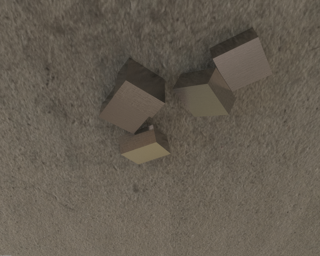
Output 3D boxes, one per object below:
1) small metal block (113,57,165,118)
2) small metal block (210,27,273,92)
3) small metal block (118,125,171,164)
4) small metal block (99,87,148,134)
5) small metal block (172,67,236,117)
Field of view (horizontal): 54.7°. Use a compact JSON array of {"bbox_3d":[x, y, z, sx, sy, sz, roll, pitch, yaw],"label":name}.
[{"bbox_3d":[-0.022,-0.046,0.351,0.050,0.050,0.025,29,124,-23],"label":"small metal block"},{"bbox_3d":[0.090,-0.075,0.345,0.050,0.025,0.050,-24,127,18],"label":"small metal block"},{"bbox_3d":[-0.020,0.024,0.415,0.050,0.025,0.050,-20,152,16],"label":"small metal block"},{"bbox_3d":[-0.040,-0.027,0.384,0.050,0.025,0.050,28,124,-22],"label":"small metal block"},{"bbox_3d":[0.052,-0.040,0.359,0.050,0.025,0.050,-2,140,45],"label":"small metal block"}]
